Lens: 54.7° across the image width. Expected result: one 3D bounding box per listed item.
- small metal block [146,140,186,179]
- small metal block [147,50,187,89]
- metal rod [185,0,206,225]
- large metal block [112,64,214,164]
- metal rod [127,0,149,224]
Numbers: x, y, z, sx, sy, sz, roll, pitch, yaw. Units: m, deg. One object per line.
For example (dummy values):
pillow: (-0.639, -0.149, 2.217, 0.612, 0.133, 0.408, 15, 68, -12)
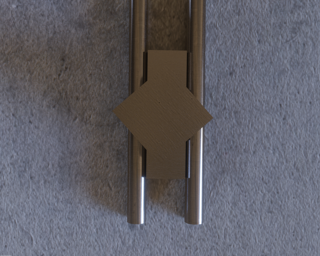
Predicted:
small metal block: (0.008, 0.041, 0.410, 0.050, 0.025, 0.050, 1, 90, -1)
small metal block: (0.009, -0.075, 0.410, 0.050, 0.025, 0.050, 1, 90, -1)
metal rod: (0.047, -0.024, 0.412, 0.025, 0.025, 0.298, 1, 90, -1)
large metal block: (0.003, -0.015, 0.372, 0.080, 0.050, 0.080, -41, 91, 0)
metal rod: (-0.029, -0.025, 0.411, 0.025, 0.025, 0.298, 1, 90, -1)
